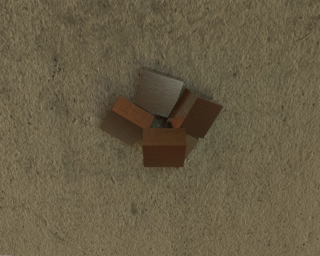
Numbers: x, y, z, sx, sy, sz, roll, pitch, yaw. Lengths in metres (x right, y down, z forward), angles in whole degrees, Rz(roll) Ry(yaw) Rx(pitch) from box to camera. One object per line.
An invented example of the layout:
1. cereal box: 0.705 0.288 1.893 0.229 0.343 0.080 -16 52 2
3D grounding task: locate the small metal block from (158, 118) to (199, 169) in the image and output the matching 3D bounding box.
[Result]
1. small metal block: 0.016 0.019 0.419 0.050 0.025 0.050 31 107 -11

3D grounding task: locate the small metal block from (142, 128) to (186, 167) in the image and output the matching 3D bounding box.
1. small metal block: 0.005 0.025 0.382 0.050 0.025 0.050 0 143 -1

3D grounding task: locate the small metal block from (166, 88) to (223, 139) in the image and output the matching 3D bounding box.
1. small metal block: 0.044 -0.018 0.393 0.050 0.025 0.050 14 114 -41

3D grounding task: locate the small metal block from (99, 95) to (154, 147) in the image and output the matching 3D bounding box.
1. small metal block: -0.043 -0.007 0.395 0.050 0.025 0.050 31 143 -12

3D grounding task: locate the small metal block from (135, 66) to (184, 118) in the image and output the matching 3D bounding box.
1. small metal block: -0.002 -0.045 0.395 0.050 0.025 0.050 16 109 -7
